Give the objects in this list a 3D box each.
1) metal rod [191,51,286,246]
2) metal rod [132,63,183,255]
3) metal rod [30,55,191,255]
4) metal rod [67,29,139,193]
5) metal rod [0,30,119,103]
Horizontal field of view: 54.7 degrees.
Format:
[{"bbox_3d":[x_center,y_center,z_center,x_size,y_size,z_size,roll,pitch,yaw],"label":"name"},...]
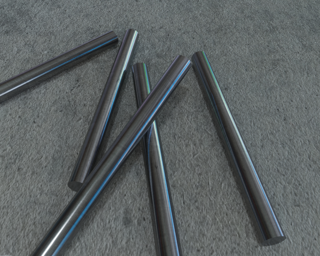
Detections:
[{"bbox_3d":[0.088,0.000,0.403,0.025,0.025,0.300,-7,50,-6],"label":"metal rod"},{"bbox_3d":[-0.010,0.022,0.384,0.025,0.025,0.300,-6,50,-5],"label":"metal rod"},{"bbox_3d":[-0.042,0.021,0.359,0.025,0.025,0.301,24,61,18],"label":"metal rod"},{"bbox_3d":[-0.070,-0.047,0.442,0.025,0.025,0.300,6,50,5],"label":"metal rod"},{"bbox_3d":[-0.190,-0.078,0.466,0.302,0.025,0.025,-35,59,-26],"label":"metal rod"}]
